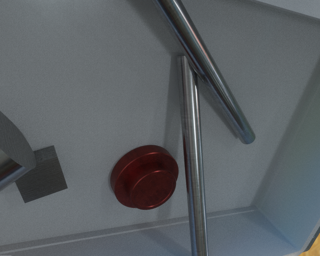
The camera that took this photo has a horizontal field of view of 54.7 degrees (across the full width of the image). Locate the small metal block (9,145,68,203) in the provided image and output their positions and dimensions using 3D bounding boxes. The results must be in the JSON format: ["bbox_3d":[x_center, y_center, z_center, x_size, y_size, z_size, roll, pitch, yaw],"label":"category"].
[{"bbox_3d":[-0.142,0.054,0.365,0.050,0.025,0.050,-18,126,-19],"label":"small metal block"}]

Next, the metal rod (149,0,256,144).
[{"bbox_3d":[0.069,-0.055,0.387,0.025,0.025,0.300,-44,138,2],"label":"metal rod"}]

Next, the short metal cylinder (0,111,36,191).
[{"bbox_3d":[-0.166,0.022,0.296,0.050,0.080,0.080,-36,129,-5],"label":"short metal cylinder"}]

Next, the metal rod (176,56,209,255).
[{"bbox_3d":[0.046,0.054,0.416,0.025,0.025,0.298,-12,107,-22],"label":"metal rod"}]

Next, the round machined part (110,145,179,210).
[{"bbox_3d":[-0.017,0.076,0.438,0.099,0.042,0.097,-14,125,-21],"label":"round machined part"}]
